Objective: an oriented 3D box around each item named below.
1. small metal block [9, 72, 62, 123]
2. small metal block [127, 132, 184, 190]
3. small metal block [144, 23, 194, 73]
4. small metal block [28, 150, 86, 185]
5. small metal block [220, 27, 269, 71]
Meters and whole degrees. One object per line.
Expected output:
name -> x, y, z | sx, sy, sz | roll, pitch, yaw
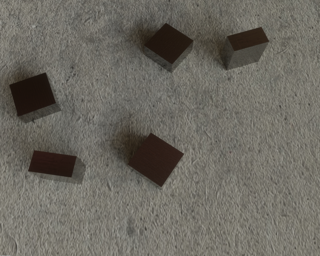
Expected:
small metal block -> -0.169, -0.041, 0.422 | 0.050, 0.025, 0.050 | -21, 72, -8
small metal block -> -0.005, 0.042, 0.392 | 0.050, 0.025, 0.050 | 33, 73, 11
small metal block -> 0.013, -0.116, 0.451 | 0.050, 0.025, 0.050 | 37, 74, 12
small metal block -> -0.122, 0.049, 0.376 | 0.050, 0.050, 0.025 | 8, 71, 3
small metal block -> 0.118, -0.110, 0.436 | 0.050, 0.050, 0.025 | -17, 71, -6
